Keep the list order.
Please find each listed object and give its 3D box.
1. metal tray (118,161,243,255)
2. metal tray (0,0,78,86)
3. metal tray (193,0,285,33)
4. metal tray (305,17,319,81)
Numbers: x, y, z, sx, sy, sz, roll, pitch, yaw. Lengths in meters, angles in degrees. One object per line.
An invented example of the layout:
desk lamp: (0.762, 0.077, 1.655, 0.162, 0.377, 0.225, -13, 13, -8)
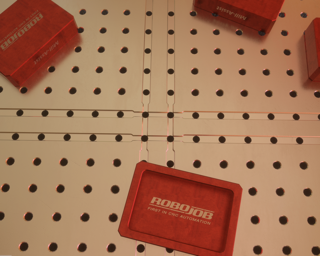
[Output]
metal tray: (0.025, 0.099, 0.372, 0.131, 0.030, 0.090, 13, 70, 4)
metal tray: (-0.199, -0.136, 0.458, 0.090, 0.030, 0.130, 37, 74, 12)
metal tray: (0.129, -0.213, 0.488, 0.130, 0.030, 0.090, 25, 72, 8)
metal tray: (0.285, -0.111, 0.451, 0.131, 0.030, 0.090, 4, 70, 1)
